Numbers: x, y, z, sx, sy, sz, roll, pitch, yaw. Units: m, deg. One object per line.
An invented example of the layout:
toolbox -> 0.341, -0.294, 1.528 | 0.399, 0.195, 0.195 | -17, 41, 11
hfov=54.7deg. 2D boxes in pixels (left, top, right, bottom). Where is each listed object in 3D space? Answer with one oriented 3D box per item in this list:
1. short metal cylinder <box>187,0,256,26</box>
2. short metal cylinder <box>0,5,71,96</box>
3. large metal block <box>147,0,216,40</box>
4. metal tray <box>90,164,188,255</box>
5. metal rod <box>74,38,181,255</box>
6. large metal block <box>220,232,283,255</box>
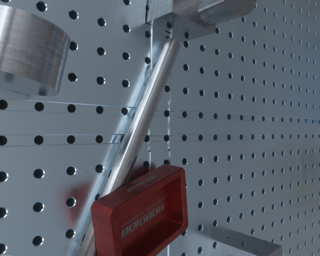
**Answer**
short metal cylinder -> 0.079, -0.176, 0.393 | 0.081, 0.050, 0.080 | 0, 90, -40
short metal cylinder -> -0.124, -0.063, 0.269 | 0.081, 0.080, 0.050 | 16, 80, -39
large metal block -> 0.033, -0.175, 0.420 | 0.081, 0.050, 0.080 | 9, 84, -40
metal tray -> -0.017, 0.107, 0.369 | 0.131, 0.030, 0.089 | -21, 112, -48
metal rod -> -0.034, 0.019, 0.379 | 0.025, 0.025, 0.299 | 33, 70, -35
large metal block -> 0.148, 0.225, 0.497 | 0.050, 0.080, 0.079 | -9, 96, -40
